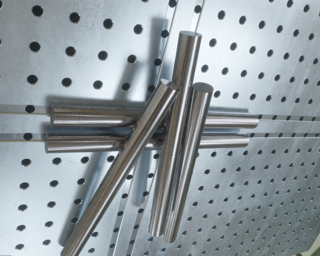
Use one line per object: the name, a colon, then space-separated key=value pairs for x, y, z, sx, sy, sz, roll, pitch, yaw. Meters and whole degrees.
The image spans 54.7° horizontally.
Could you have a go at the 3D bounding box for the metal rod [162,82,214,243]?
metal rod: x=0.033 y=0.071 z=0.451 sx=0.025 sy=0.025 sz=0.298 roll=-10 pitch=130 yaw=-23

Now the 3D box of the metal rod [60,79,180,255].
metal rod: x=-0.061 y=0.070 z=0.398 sx=0.025 sy=0.025 sz=0.298 roll=15 pitch=117 yaw=-35

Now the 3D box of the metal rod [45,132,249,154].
metal rod: x=0.003 y=0.018 z=0.426 sx=0.303 sy=0.025 sz=0.025 roll=1 pitch=118 yaw=-29

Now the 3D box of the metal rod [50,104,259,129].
metal rod: x=0.014 y=-0.012 z=0.413 sx=0.303 sy=0.025 sz=0.025 roll=1 pitch=118 yaw=-29

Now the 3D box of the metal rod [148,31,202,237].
metal rod: x=0.014 y=0.027 z=0.405 sx=0.025 sy=0.025 sz=0.298 roll=-6 pitch=122 yaw=-26
